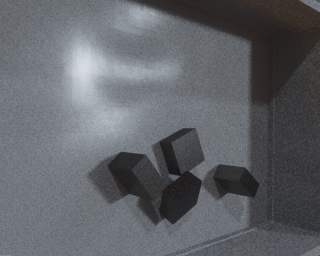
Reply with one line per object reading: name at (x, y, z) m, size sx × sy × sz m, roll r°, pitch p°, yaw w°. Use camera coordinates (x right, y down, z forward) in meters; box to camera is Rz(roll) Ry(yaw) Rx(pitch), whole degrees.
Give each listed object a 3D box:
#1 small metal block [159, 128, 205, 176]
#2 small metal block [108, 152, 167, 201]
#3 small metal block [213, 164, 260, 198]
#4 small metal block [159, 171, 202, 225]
small metal block at (0.032, 0.033, 0.436) m, size 0.050 × 0.025 × 0.050 m, roll -28°, pitch 108°, yaw -37°
small metal block at (-0.027, 0.057, 0.369) m, size 0.025 × 0.050 × 0.050 m, roll -47°, pitch 118°, yaw -30°
small metal block at (0.122, 0.084, 0.496) m, size 0.050 × 0.050 × 0.025 m, roll 45°, pitch 63°, yaw -31°
small metal block at (0.028, 0.094, 0.418) m, size 0.050 × 0.025 × 0.050 m, roll -30°, pitch 141°, yaw -36°
